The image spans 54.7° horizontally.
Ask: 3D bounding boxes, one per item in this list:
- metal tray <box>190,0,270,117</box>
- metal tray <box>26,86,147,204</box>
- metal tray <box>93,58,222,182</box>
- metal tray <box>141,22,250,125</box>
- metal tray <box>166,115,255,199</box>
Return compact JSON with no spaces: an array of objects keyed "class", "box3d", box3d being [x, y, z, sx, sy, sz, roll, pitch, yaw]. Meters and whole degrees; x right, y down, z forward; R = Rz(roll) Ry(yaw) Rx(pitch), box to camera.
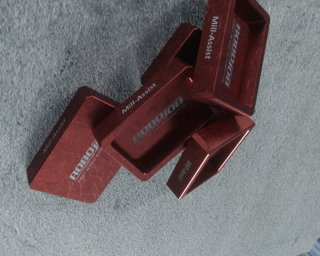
[{"class":"metal tray","box3d":[0.084,-0.086,0.356,0.091,0.030,0.129,17,82,-46]},{"class":"metal tray","box3d":[-0.086,0.025,0.373,0.090,0.030,0.130,28,103,-38]},{"class":"metal tray","box3d":[0.000,-0.006,0.364,0.130,0.030,0.090,-41,130,0]},{"class":"metal tray","box3d":[0.051,-0.059,0.398,0.131,0.030,0.090,30,101,-38]},{"class":"metal tray","box3d":[0.066,0.038,0.422,0.091,0.030,0.129,-27,154,-32]}]
